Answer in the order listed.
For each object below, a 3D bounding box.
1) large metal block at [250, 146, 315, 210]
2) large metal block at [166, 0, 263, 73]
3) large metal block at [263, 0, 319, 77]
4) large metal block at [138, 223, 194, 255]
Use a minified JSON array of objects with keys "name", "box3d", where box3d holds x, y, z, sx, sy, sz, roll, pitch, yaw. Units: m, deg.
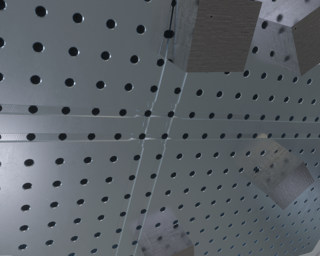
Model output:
[{"name":"large metal block","box3d":[0.229,0.094,0.577,0.080,0.050,0.080,-44,129,2]},{"name":"large metal block","box3d":[0.060,-0.111,0.358,0.081,0.050,0.079,-6,121,-26]},{"name":"large metal block","box3d":[0.197,-0.132,0.420,0.080,0.050,0.080,-37,129,-4]},{"name":"large metal block","box3d":[0.013,0.225,0.540,0.081,0.050,0.080,-19,126,-18]}]
